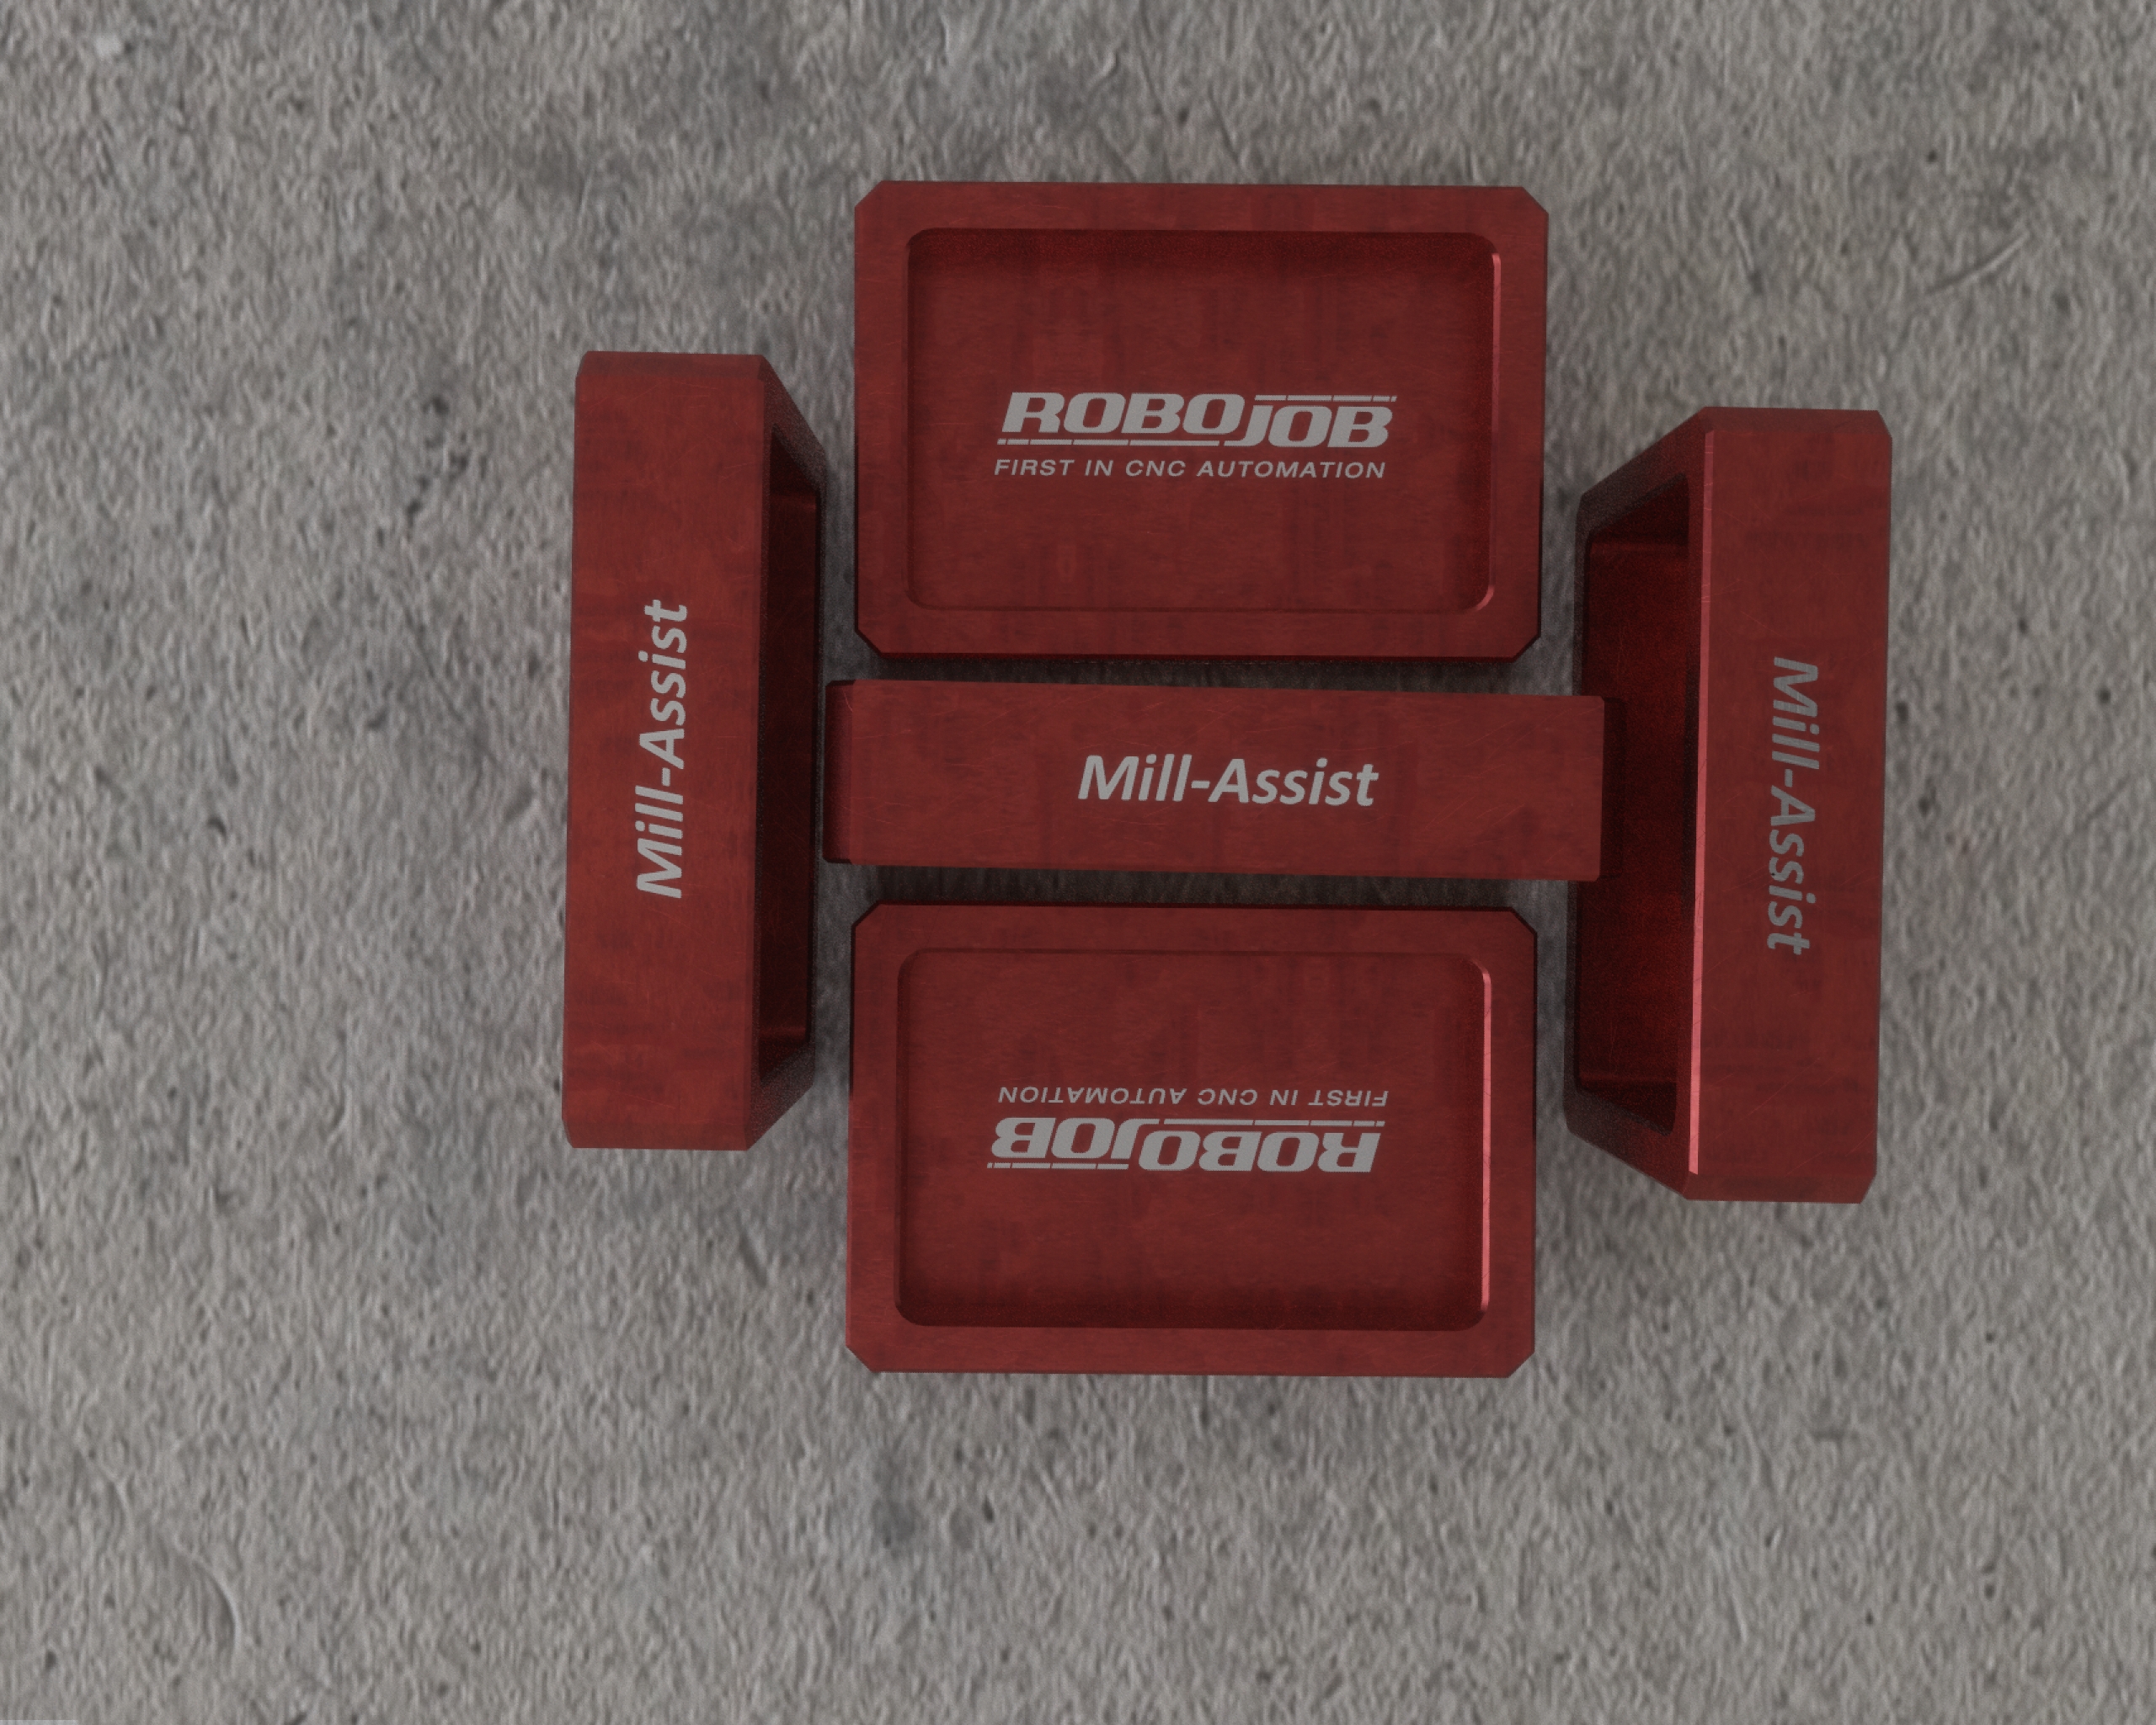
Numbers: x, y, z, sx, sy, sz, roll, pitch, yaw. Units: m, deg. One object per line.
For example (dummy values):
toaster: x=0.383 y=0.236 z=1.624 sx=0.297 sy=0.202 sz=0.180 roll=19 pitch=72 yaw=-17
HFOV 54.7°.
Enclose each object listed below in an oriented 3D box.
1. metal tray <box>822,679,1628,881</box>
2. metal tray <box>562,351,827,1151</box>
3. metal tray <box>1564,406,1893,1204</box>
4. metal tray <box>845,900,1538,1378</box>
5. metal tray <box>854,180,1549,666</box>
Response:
metal tray: x=0.024 y=-0.014 z=0.380 sx=0.131 sy=0.090 sz=0.030 roll=1 pitch=92 yaw=0
metal tray: x=-0.067 y=-0.019 z=0.378 sx=0.030 sy=0.090 sz=0.129 roll=1 pitch=91 yaw=0
metal tray: x=0.115 y=-0.010 z=0.379 sx=0.030 sy=0.090 sz=0.129 roll=1 pitch=90 yaw=0
metal tray: x=0.022 y=0.053 z=0.410 sx=0.131 sy=0.030 sz=0.089 roll=1 pitch=89 yaw=0
metal tray: x=0.023 y=-0.084 z=0.409 sx=0.131 sy=0.030 sz=0.089 roll=0 pitch=93 yaw=0
